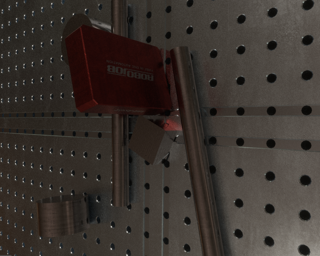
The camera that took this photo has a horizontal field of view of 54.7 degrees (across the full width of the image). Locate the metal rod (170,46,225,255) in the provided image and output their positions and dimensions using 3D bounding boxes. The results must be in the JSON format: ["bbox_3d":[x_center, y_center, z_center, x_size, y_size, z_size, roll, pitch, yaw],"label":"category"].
[{"bbox_3d":[0.047,0.049,0.369,0.025,0.025,0.298,-14,81,39],"label":"metal rod"}]

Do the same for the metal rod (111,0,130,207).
[{"bbox_3d":[-0.058,-0.037,0.455,0.025,0.025,0.298,-1,90,39],"label":"metal rod"}]

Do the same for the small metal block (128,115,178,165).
[{"bbox_3d":[-0.011,0.015,0.416,0.050,0.025,0.050,32,110,35],"label":"small metal block"}]

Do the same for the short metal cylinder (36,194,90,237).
[{"bbox_3d":[-0.155,0.138,0.498,0.080,0.081,0.050,-8,85,39],"label":"short metal cylinder"}]

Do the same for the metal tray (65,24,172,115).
[{"bbox_3d":[-0.044,-0.064,0.376,0.030,0.131,0.090,-19,78,38],"label":"metal tray"}]

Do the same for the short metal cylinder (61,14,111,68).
[{"bbox_3d":[-0.108,-0.130,0.480,0.080,0.050,0.079,0,90,39],"label":"short metal cylinder"}]
